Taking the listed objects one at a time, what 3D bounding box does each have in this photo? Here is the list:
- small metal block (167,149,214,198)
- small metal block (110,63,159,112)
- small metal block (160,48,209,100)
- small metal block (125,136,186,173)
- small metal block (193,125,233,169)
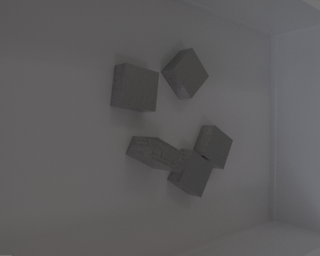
[{"bbox_3d":[0.044,0.064,0.444,0.050,0.025,0.050,39,66,-33],"label":"small metal block"},{"bbox_3d":[-0.030,-0.048,0.381,0.050,0.025,0.050,9,84,-40],"label":"small metal block"},{"bbox_3d":[0.036,-0.076,0.436,0.050,0.025,0.050,-52,120,-27],"label":"small metal block"},{"bbox_3d":[-0.006,0.033,0.386,0.050,0.050,0.025,32,70,-36],"label":"small metal block"},{"bbox_3d":[0.081,0.029,0.474,0.050,0.025,0.050,35,69,-35],"label":"small metal block"}]
